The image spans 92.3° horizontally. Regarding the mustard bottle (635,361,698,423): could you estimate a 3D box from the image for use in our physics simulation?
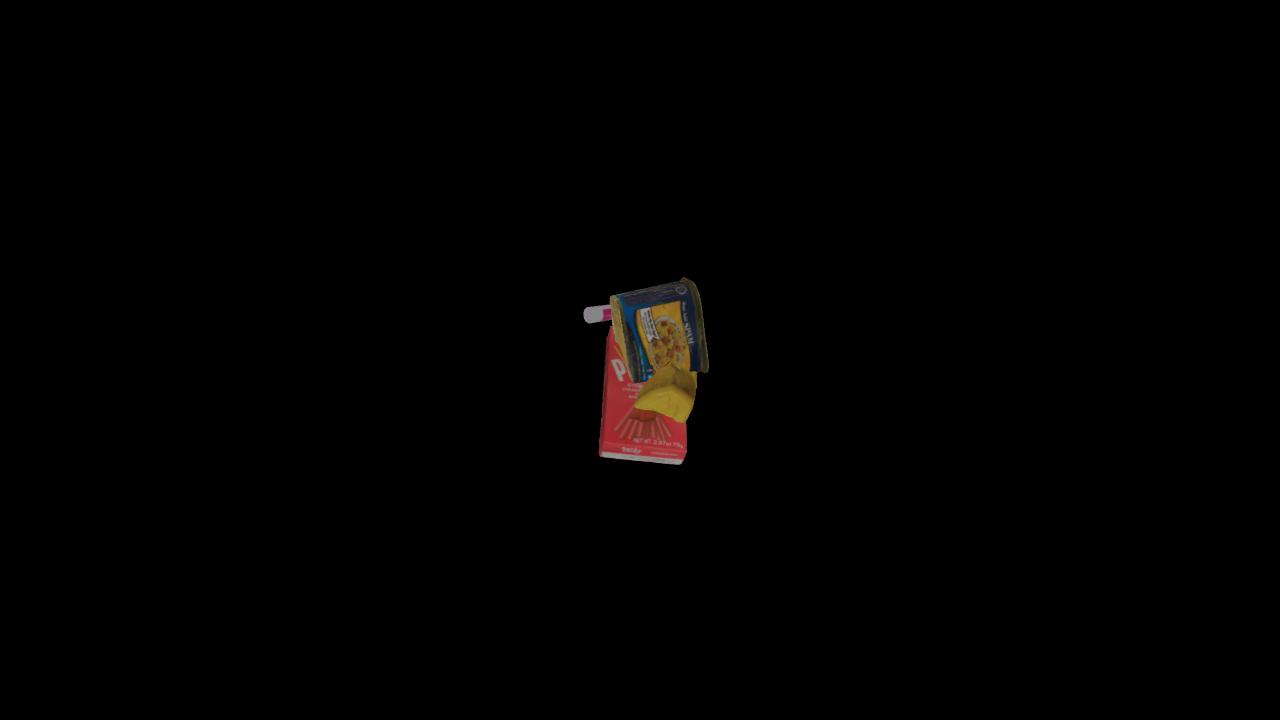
[{"bbox_3d":[0.033,0.009,0.687,0.054,0.092,0.184,32,34,-9],"label":"mustard bottle"}]

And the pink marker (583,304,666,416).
[{"bbox_3d":[-0.013,-0.060,0.732,0.121,0.020,0.020,-12,8,-39],"label":"pink marker"}]

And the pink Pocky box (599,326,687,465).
[{"bbox_3d":[0.004,0.033,0.642,0.084,0.155,0.029,8,-40,-7],"label":"pink Pocky box"}]

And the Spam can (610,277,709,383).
[{"bbox_3d":[0.019,-0.027,0.646,0.085,0.101,0.058,-14,19,-12],"label":"Spam can"}]
